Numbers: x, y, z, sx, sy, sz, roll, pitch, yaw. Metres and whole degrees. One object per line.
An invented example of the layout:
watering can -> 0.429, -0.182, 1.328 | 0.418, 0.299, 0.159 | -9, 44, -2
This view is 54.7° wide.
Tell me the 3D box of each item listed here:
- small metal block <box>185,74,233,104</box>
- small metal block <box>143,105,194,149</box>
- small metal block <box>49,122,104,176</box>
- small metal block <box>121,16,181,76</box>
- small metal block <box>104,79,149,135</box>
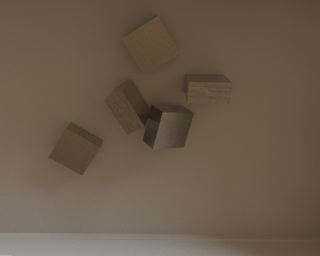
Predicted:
small metal block -> 0.057, -0.049, 0.380 | 0.050, 0.050, 0.025 | 1, 110, -1
small metal block -> 0.011, -0.001, 0.398 | 0.050, 0.025, 0.050 | -1, 115, -36
small metal block -> -0.113, 0.028, 0.421 | 0.050, 0.025, 0.050 | 32, 107, -11
small metal block -> -0.010, -0.100, 0.374 | 0.050, 0.025, 0.050 | -30, 108, 10
small metal block -> -0.038, -0.027, 0.386 | 0.025, 0.050, 0.050 | -26, 108, 18
